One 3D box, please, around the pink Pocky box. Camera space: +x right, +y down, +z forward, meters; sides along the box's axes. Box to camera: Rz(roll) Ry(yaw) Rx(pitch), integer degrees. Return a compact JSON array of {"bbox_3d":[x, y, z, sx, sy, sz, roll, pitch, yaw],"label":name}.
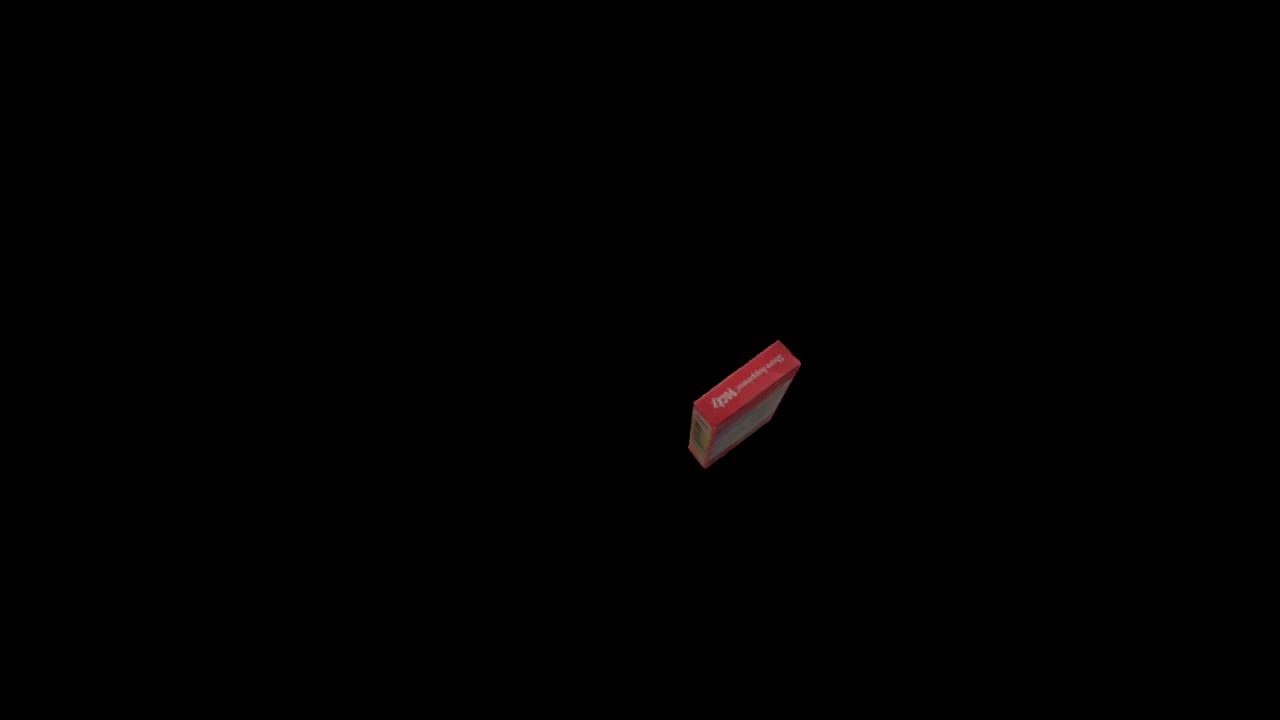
[{"bbox_3d":[0.082,0.043,0.517,0.084,0.029,0.155,-36,-18,-10],"label":"pink Pocky box"}]
